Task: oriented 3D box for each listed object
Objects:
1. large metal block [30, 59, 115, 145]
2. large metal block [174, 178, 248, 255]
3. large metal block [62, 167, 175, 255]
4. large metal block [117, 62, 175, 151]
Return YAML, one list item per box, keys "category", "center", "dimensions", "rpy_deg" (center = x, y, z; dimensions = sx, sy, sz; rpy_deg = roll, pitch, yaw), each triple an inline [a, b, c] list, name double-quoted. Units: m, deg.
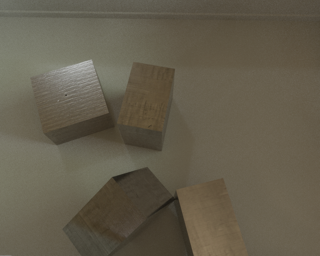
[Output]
- category: "large metal block"
  center: [-0.113, -0.033, 0.407]
  dimensions: [0.080, 0.050, 0.080]
  rpy_deg: [-18, 71, -7]
- category: "large metal block"
  center: [0.050, 0.107, 0.342]
  dimensions: [0.050, 0.080, 0.080]
  rpy_deg: [-13, 71, -5]
- category: "large metal block"
  center: [-0.040, 0.091, 0.331]
  dimensions: [0.080, 0.080, 0.050]
  rpy_deg: [-46, 75, 15]
- category: "large metal block"
  center: [-0.015, -0.024, 0.389]
  dimensions: [0.050, 0.080, 0.080]
  rpy_deg: [11, 70, 4]
